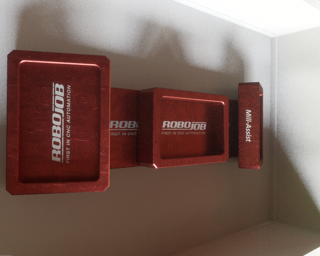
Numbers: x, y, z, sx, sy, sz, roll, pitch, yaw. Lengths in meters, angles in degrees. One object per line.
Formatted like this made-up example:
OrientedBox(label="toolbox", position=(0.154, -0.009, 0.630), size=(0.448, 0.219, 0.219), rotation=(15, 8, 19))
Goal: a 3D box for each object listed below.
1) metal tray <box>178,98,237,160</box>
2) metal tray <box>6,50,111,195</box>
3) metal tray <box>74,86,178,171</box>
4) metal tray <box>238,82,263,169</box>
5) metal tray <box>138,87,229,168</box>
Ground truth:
OrientedBox(label="metal tray", position=(0.065, 0.001, 0.456), size=(0.131, 0.030, 0.089), rotation=(0, 90, -40))
OrientedBox(label="metal tray", position=(-0.095, -0.005, 0.298), size=(0.091, 0.030, 0.129), rotation=(1, 90, -15))
OrientedBox(label="metal tray", position=(-0.036, 0.000, 0.373), size=(0.131, 0.030, 0.089), rotation=(0, 90, -40))
OrientedBox(label="metal tray", position=(0.148, -0.004, 0.500), size=(0.090, 0.030, 0.129), rotation=(0, 90, -68))
OrientedBox(label="metal tray", position=(0.034, 0.000, 0.390), size=(0.131, 0.030, 0.089), rotation=(1, 89, -40))
